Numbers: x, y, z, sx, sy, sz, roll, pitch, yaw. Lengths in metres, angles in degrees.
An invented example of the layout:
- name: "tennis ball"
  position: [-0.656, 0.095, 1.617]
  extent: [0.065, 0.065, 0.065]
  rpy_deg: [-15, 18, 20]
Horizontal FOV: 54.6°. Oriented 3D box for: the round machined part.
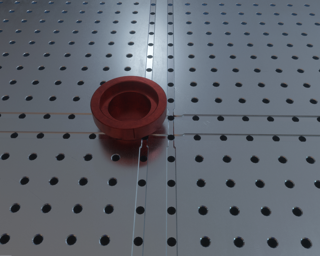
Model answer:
- name: "round machined part"
  position: [-0.040, -0.022, 0.415]
  extent: [0.099, 0.042, 0.098]
  rpy_deg: [0, 50, 0]
